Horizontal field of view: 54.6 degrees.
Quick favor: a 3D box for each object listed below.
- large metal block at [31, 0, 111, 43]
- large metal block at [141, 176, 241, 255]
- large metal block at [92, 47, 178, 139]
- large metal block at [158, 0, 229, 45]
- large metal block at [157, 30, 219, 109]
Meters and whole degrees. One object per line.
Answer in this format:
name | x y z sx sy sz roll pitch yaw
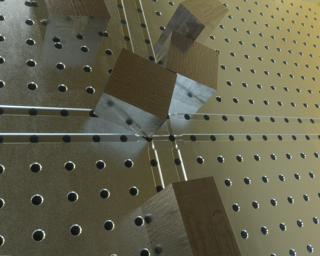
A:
large metal block | -0.125 -0.165 0.426 0.081 0.050 0.080 -10 67 -32
large metal block | 0.027 0.105 0.323 0.050 0.080 0.080 -3 63 -30
large metal block | -0.031 -0.044 0.402 0.080 0.050 0.080 24 53 -14
large metal block | 0.053 -0.166 0.502 0.050 0.080 0.080 45 51 2
large metal block | 0.039 -0.087 0.465 0.080 0.050 0.080 21 54 -16
